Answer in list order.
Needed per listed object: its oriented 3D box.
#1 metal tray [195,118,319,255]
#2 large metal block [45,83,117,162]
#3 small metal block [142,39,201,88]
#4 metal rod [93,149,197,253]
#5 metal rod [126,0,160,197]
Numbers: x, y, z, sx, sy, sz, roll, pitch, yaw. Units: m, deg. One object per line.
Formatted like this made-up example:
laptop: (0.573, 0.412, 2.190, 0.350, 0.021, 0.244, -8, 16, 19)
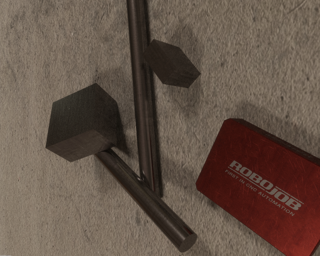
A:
metal tray: (0.108, 0.057, 0.312, 0.130, 0.030, 0.089, 33, 110, 34)
large metal block: (-0.110, -0.007, 0.445, 0.080, 0.050, 0.080, -20, 52, 20)
small metal block: (0.014, -0.077, 0.375, 0.025, 0.050, 0.050, -48, 62, 29)
metal rod: (-0.060, 0.054, 0.426, 0.300, 0.025, 0.025, 37, 113, 42)
metal rod: (-0.024, -0.051, 0.422, 0.025, 0.025, 0.298, -8, 85, 39)
